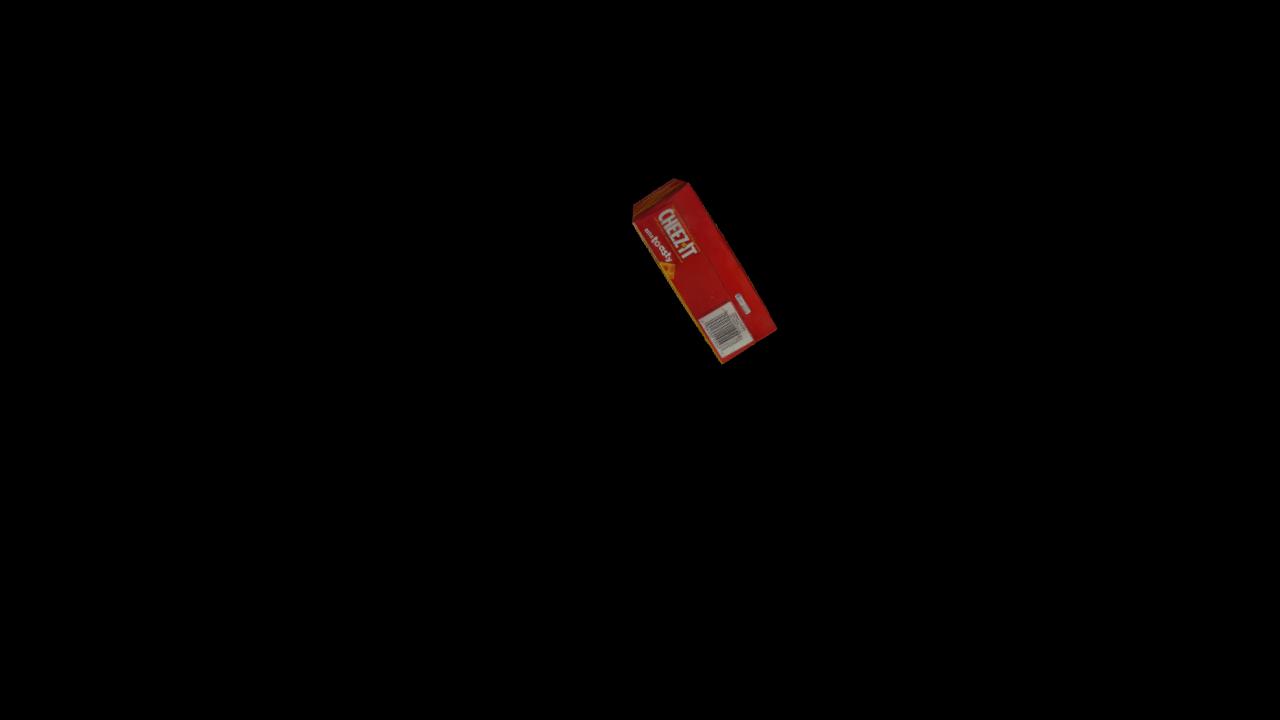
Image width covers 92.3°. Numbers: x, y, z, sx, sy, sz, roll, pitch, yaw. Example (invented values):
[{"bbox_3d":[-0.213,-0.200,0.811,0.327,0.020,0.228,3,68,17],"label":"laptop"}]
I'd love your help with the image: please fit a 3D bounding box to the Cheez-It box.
[{"bbox_3d":[0.062,-0.109,0.669,0.071,0.166,0.223,-32,15,10],"label":"Cheez-It box"}]
